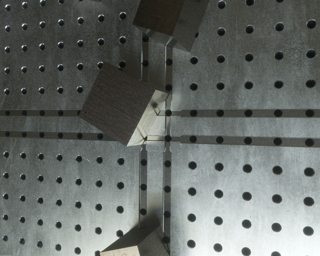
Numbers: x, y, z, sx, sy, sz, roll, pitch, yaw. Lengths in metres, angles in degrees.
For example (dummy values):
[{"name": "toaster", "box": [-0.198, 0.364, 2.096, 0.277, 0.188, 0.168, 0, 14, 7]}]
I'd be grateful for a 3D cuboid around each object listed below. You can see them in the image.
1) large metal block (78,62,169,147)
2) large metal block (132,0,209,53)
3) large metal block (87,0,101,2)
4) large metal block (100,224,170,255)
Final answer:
[{"name": "large metal block", "box": [-0.048, -0.031, 0.415, 0.080, 0.050, 0.080, 30, 100, 17]}, {"name": "large metal block", "box": [0.018, -0.146, 0.376, 0.050, 0.080, 0.080, 22, 97, 18]}, {"name": "large metal block", "box": [-0.122, -0.234, 0.441, 0.080, 0.050, 0.079, 16, 95, 19]}, {"name": "large metal block", "box": [-0.024, 0.178, 0.391, 0.050, 0.080, 0.080, -18, 84, 19]}]
